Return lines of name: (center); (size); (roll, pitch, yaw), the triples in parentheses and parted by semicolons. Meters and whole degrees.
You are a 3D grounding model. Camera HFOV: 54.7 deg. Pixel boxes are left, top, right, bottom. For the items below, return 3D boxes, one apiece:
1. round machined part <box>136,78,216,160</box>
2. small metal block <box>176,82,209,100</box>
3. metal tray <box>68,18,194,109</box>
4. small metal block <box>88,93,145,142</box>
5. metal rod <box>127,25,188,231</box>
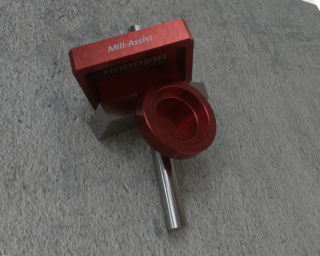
round machined part: (0.016, -0.007, 0.373); (0.099, 0.042, 0.098); (14, 59, -24)
small metal block: (0.031, -0.040, 0.432); (0.050, 0.050, 0.025); (-2, 63, -29)
metal tray: (-0.028, -0.070, 0.363); (0.131, 0.090, 0.030); (-17, 67, -4)
small metal block: (-0.051, -0.013, 0.370); (0.050, 0.050, 0.025); (-21, 73, -36)
metal rod: (-0.009, -0.018, 0.413); (0.025, 0.025, 0.299); (2, 61, -28)
